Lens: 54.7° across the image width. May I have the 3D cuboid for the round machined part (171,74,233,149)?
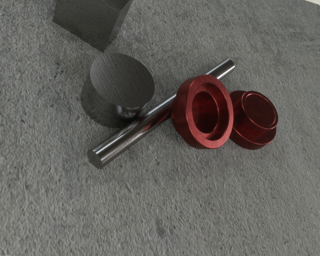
[{"bbox_3d":[0.053,-0.020,0.417,0.099,0.042,0.097,5,82,-42],"label":"round machined part"}]

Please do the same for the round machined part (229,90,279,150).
[{"bbox_3d":[0.143,-0.019,0.481,0.099,0.042,0.098,14,56,-21],"label":"round machined part"}]

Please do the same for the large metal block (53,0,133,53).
[{"bbox_3d":[-0.090,-0.164,0.420,0.080,0.080,0.050,31,52,-8],"label":"large metal block"}]

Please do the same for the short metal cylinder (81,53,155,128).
[{"bbox_3d":[-0.053,-0.046,0.387,0.081,0.050,0.080,14,56,-21],"label":"short metal cylinder"}]

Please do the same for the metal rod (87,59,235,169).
[{"bbox_3d":[0.022,-0.036,0.437,0.025,0.025,0.302,49,51,6],"label":"metal rod"}]
